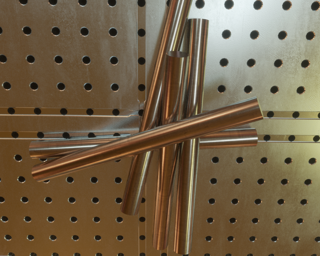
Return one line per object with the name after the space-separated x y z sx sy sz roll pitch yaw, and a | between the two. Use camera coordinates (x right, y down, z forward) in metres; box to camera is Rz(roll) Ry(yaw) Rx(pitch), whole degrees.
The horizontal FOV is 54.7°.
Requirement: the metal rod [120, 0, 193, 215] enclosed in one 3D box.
-0.005 -0.031 0.382 0.025 0.025 0.298 13 102 -5 | metal rod

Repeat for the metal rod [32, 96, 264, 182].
-0.031 0.020 0.370 0.300 0.025 0.025 -17 110 21 | metal rod

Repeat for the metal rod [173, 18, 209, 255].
0.038 0.018 0.394 0.025 0.025 0.298 3 100 -2 | metal rod

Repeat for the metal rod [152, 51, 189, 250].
0.010 0.050 0.407 0.025 0.025 0.298 3 119 -2 | metal rod

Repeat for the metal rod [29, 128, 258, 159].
-0.022 0.021 0.420 0.302 0.025 0.025 -3 110 0 | metal rod
